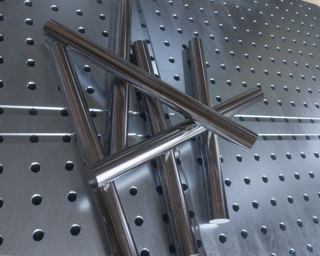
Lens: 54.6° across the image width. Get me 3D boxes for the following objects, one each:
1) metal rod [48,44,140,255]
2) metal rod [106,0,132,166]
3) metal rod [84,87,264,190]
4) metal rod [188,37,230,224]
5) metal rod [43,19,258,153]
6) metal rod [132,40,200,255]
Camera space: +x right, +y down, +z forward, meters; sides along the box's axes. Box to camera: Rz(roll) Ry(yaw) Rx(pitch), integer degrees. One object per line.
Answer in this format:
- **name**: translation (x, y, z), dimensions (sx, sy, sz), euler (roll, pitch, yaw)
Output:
- **metal rod**: translation (-0.075, 0.031, 0.348), dimensions (0.025, 0.025, 0.299), euler (-10, 67, -32)
- **metal rod**: translation (-0.054, -0.089, 0.433), dimensions (0.025, 0.025, 0.299), euler (12, 57, -22)
- **metal rod**: translation (0.042, -0.001, 0.397), dimensions (0.302, 0.025, 0.025), euler (-25, 75, -37)
- **metal rod**: translation (0.066, -0.016, 0.452), dimensions (0.025, 0.025, 0.299), euler (11, 57, -22)
- **metal rod**: translation (-0.018, -0.057, 0.389), dimensions (0.301, 0.025, 0.025), euler (31, 51, 8)
- **metal rod**: translation (0.000, 0.008, 0.402), dimensions (0.025, 0.025, 0.299), euler (1, 61, -28)
